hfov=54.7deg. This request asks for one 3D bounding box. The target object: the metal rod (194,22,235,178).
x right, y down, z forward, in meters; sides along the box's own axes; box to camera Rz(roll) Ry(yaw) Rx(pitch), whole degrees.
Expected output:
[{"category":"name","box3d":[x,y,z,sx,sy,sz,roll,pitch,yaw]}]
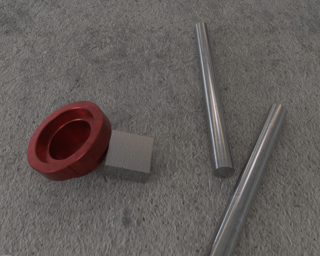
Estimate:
[{"category":"metal rod","box3d":[0.074,-0.063,0.456,0.025,0.025,0.300,0,50,0]}]

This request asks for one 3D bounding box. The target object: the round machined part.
[{"category":"round machined part","box3d":[-0.100,0.019,0.362,0.098,0.042,0.098,-14,48,17]}]

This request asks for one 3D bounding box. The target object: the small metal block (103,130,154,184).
[{"category":"small metal block","box3d":[-0.037,0.034,0.368,0.050,0.025,0.050,12,50,-8]}]

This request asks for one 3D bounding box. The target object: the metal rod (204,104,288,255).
[{"category":"metal rod","box3d":[0.090,0.077,0.338,0.025,0.025,0.301,23,53,18]}]
